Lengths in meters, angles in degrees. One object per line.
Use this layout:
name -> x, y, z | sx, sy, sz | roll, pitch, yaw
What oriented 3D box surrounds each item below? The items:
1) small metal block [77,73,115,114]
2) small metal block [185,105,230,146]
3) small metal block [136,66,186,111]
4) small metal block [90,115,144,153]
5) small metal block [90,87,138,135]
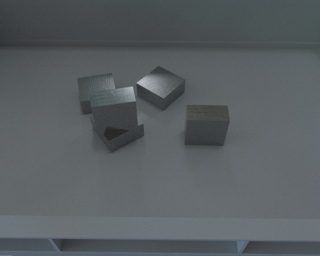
small metal block -> -0.089, -0.050, 0.446 | 0.050, 0.025, 0.050 | -10, 51, -9
small metal block -> 0.058, -0.003, 0.391 | 0.050, 0.050, 0.025 | 1, 50, 1
small metal block -> 0.002, -0.059, 0.455 | 0.050, 0.025, 0.050 | 32, 57, 24
small metal block -> -0.056, -0.003, 0.407 | 0.050, 0.025, 0.050 | -28, 56, -22
small metal block -> -0.054, -0.020, 0.373 | 0.050, 0.050, 0.025 | -9, 51, -7
